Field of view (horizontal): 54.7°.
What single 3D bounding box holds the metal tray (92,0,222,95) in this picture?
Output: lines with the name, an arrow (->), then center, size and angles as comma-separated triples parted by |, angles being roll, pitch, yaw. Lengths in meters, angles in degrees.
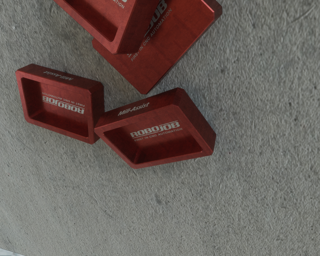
metal tray -> -0.008, -0.109, 0.340 | 0.090, 0.030, 0.129 | 44, 129, -3

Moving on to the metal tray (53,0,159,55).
metal tray -> -0.059, -0.146, 0.311 | 0.130, 0.030, 0.089 | 44, 126, 22

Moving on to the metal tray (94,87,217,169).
metal tray -> -0.007, 0.007, 0.393 | 0.130, 0.030, 0.090 | -15, 130, 34

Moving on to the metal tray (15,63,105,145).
metal tray -> -0.145, -0.036, 0.457 | 0.130, 0.030, 0.089 | 17, 125, 18
